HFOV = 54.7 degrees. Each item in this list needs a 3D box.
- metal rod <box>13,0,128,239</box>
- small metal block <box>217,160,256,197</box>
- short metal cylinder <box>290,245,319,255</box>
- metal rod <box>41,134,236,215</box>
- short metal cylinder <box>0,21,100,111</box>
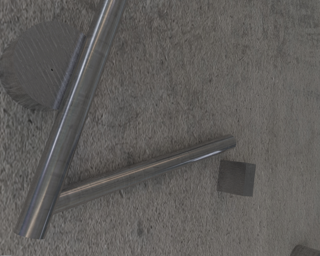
[{"bbox_3d":[-0.065,-0.054,0.284,0.025,0.025,0.299,26,73,-37],"label":"metal rod"},{"bbox_3d":[0.120,0.079,0.489,0.025,0.050,0.050,14,82,-39],"label":"small metal block"},{"bbox_3d":[0.313,0.294,0.651,0.081,0.050,0.080,0,90,-40],"label":"short metal cylinder"},{"bbox_3d":[-0.002,0.049,0.403,0.302,0.025,0.025,-13,99,-39],"label":"metal rod"},{"bbox_3d":[-0.106,-0.056,0.300,0.081,0.050,0.080,0,90,-40],"label":"short metal cylinder"}]
